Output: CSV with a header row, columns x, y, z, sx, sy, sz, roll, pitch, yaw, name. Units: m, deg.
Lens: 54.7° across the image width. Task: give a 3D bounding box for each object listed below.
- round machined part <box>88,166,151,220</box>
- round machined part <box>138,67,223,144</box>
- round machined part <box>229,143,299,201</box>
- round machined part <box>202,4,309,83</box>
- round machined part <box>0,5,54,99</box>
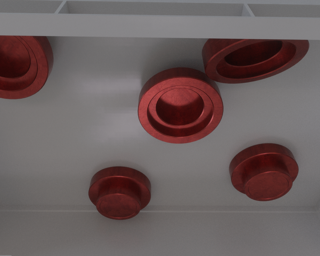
x,y,z,sx,sy,sz,roll,pitch,yaw,name
-0.064,0.109,0.490,0.099,0.042,0.097,0,130,0,round machined part
0.024,-0.030,0.372,0.099,0.042,0.097,0,130,0,round machined part
0.156,0.072,0.461,0.099,0.042,0.097,0,130,0,round machined part
0.090,-0.084,0.308,0.099,0.042,0.098,-7,164,-2,round machined part
-0.163,-0.082,0.326,0.099,0.042,0.097,0,130,0,round machined part
